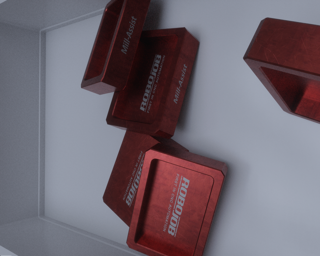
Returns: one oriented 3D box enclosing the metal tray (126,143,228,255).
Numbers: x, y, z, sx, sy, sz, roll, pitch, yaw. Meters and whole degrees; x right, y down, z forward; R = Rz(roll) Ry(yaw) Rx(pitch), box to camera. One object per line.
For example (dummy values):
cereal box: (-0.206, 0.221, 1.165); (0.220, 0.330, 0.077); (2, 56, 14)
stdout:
metal tray: (0.018, 0.092, 0.360); (0.090, 0.030, 0.129); (16, 105, 15)

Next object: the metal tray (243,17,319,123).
metal tray: (0.127, -0.029, 0.230); (0.090, 0.131, 0.030); (26, 91, 36)

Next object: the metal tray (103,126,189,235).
metal tray: (-0.023, 0.068, 0.420); (0.090, 0.030, 0.129); (33, 110, 34)

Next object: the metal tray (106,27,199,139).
metal tray: (-0.011, -0.058, 0.388); (0.090, 0.030, 0.129); (10, 81, 39)

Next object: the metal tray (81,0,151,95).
metal tray: (-0.060, -0.112, 0.410); (0.090, 0.030, 0.129); (2, 74, 59)
